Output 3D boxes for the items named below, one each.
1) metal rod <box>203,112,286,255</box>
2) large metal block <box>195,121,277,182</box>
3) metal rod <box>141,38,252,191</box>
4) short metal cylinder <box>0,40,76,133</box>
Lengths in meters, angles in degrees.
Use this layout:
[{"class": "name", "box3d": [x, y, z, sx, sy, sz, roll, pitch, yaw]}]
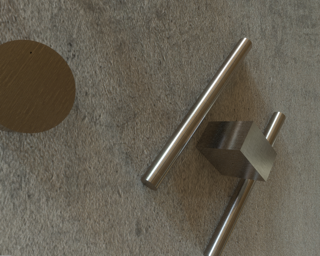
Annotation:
[{"class": "metal rod", "box3d": [0.155, 0.088, 0.537, 0.025, 0.025, 0.301, 50, 60, -29]}, {"class": "large metal block", "box3d": [0.116, 0.034, 0.469, 0.080, 0.080, 0.050, 46, 63, -31]}, {"class": "metal rod", "box3d": [0.066, -0.036, 0.462, 0.025, 0.025, 0.301, 52, 60, -28]}, {"class": "short metal cylinder", "box3d": [-0.126, -0.035, 0.284, 0.081, 0.050, 0.079, 0, 90, -40]}]
